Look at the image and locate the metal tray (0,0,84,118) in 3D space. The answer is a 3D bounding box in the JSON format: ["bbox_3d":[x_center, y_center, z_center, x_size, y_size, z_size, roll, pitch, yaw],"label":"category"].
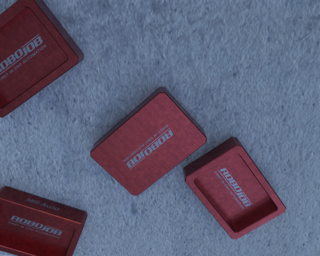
[{"bbox_3d":[-0.171,-0.084,0.373,0.130,0.030,0.090,-33,107,11],"label":"metal tray"}]

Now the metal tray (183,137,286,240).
[{"bbox_3d":[0.106,0.088,0.441,0.090,0.030,0.130,-35,107,11],"label":"metal tray"}]

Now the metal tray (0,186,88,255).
[{"bbox_3d":[-0.185,0.149,0.459,0.131,0.030,0.089,21,109,-8],"label":"metal tray"}]

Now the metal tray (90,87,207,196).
[{"bbox_3d":[-0.015,0.020,0.414,0.130,0.030,0.090,-40,106,13],"label":"metal tray"}]
